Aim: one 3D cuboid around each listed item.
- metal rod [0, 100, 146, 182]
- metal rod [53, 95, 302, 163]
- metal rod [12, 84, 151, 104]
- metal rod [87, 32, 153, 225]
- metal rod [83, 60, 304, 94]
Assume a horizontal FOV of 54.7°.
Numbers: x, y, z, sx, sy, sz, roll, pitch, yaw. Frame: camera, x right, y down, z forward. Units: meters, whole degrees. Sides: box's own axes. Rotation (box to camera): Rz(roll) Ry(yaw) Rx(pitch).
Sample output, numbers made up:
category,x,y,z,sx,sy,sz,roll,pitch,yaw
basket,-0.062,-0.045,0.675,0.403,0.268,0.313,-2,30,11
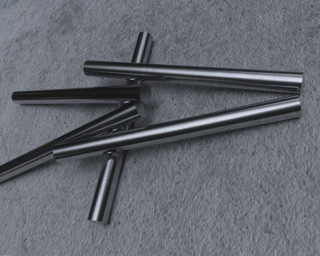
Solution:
category,x,y,z,sx,sy,sz,roll,pitch,yaw
metal rod,-0.155,0.031,0.448,0.300,0.025,0.025,-23,53,20
metal rod,0.009,0.005,0.376,0.301,0.025,0.025,-11,57,13
metal rod,-0.142,-0.051,0.491,0.300,0.025,0.025,3,63,35
metal rod,-0.050,-0.017,0.441,0.025,0.025,0.299,-3,60,26
metal rod,0.026,-0.071,0.413,0.301,0.025,0.025,8,66,24
